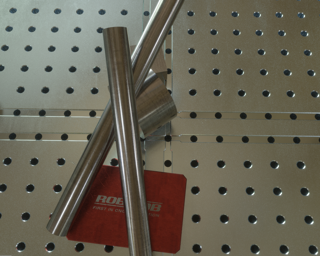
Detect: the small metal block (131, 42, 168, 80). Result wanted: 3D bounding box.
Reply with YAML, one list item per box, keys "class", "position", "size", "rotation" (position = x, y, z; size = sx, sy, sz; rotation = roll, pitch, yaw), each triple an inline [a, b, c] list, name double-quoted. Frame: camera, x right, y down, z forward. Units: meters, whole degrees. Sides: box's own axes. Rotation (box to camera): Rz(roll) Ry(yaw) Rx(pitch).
- class: "small metal block"
  position: [-0.019, -0.093, 0.446]
  size: [0.050, 0.025, 0.050]
  rotation: [-10, 70, -4]

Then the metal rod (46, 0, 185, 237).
- class: "metal rod"
  position: [-0.046, -0.022, 0.338]
  size: [0.025, 0.025, 0.299]
  rotation: [27, 90, 9]

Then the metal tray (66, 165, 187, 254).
- class: "metal tray"
  position: [-0.038, 0.096, 0.374]
  size: [0.131, 0.030, 0.090]
  rotation: [7, 70, 2]

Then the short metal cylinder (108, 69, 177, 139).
- class: "short metal cylinder"
  position: [-0.022, -0.033, 0.394]
  size: [0.050, 0.080, 0.080]
  rotation: [-35, 74, -12]

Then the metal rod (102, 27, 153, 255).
- class: "metal rod"
  position: [-0.029, 0.050, 0.321]
  size: [0.025, 0.025, 0.298]
  rotation: [-6, 96, -3]
